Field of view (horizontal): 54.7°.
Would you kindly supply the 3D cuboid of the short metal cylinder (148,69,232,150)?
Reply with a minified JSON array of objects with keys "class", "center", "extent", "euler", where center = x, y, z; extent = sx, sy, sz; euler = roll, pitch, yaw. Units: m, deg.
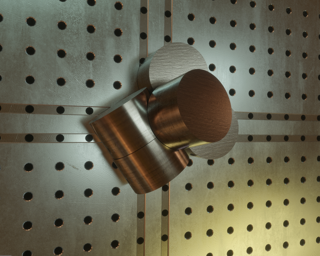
[{"class":"short metal cylinder","center":[0.034,-0.019,0.344],"extent":[0.081,0.050,0.080],"euler":[11,72,-36]}]

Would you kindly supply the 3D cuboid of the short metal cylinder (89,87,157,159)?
[{"class":"short metal cylinder","center":[-0.037,-0.007,0.371],"extent":[0.080,0.080,0.050],"euler":[-36,102,-17]}]

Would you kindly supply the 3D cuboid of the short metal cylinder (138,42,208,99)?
[{"class":"short metal cylinder","center":[0.016,-0.066,0.405],"extent":[0.081,0.050,0.079],"euler":[0,90,-21]}]

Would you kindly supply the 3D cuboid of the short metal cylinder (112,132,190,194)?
[{"class":"short metal cylinder","center":[-0.011,0.036,0.380],"extent":[0.080,0.080,0.050],"euler":[-35,102,-17]}]

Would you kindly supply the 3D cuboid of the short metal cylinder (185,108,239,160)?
[{"class":"short metal cylinder","center":[0.058,0.001,0.421],"extent":[0.081,0.050,0.079],"euler":[0,90,-21]}]
